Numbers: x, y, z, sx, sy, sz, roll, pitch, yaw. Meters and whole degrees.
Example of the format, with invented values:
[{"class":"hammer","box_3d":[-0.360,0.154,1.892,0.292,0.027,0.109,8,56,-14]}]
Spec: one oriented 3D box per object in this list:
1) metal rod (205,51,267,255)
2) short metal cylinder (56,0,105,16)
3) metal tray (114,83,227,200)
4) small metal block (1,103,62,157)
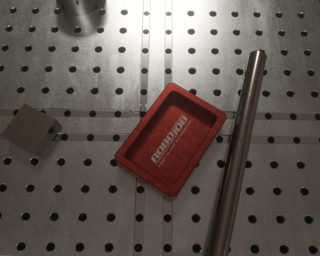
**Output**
[{"class":"metal rod","box_3d":[0.101,0.030,0.401,0.025,0.025,0.299,15,70,5]},{"class":"short metal cylinder","box_3d":[-0.127,-0.223,0.478,0.081,0.050,0.080,0,70,-1]},{"class":"metal tray","box_3d":[0.015,0.015,0.403,0.090,0.030,0.130,32,73,11]},{"class":"small metal block","box_3d":[-0.168,0.003,0.409,0.050,0.025,0.050,26,72,8]}]
